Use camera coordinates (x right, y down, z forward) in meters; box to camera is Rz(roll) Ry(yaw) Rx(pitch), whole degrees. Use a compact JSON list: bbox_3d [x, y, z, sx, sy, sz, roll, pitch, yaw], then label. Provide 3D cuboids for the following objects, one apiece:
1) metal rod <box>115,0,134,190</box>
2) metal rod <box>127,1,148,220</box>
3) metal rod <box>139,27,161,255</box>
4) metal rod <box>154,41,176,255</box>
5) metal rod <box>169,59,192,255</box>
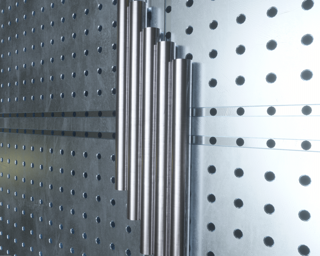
[{"bbox_3d":[-0.051,-0.061,0.449,0.025,0.025,0.298,1,91,39],"label":"metal rod"},{"bbox_3d":[-0.032,-0.023,0.432,0.025,0.025,0.298,1,91,39],"label":"metal rod"},{"bbox_3d":[-0.013,0.018,0.417,0.025,0.025,0.298,1,91,39],"label":"metal rod"},{"bbox_3d":[0.006,0.040,0.402,0.025,0.025,0.298,1,91,39],"label":"metal rod"},{"bbox_3d":[0.025,0.066,0.386,0.025,0.025,0.298,1,91,39],"label":"metal rod"}]
